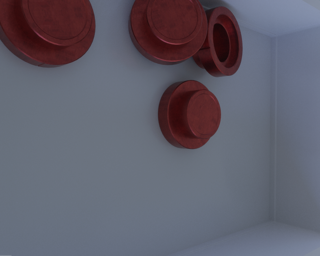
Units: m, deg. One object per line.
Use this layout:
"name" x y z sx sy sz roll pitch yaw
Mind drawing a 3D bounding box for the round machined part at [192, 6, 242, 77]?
"round machined part" 0.080 -0.123 0.455 0.099 0.042 0.097 1 89 -49

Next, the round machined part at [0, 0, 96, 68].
"round machined part" -0.107 -0.111 0.305 0.099 0.042 0.097 0 90 -40

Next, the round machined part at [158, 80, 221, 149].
"round machined part" 0.048 -0.019 0.436 0.099 0.042 0.097 0 90 -40

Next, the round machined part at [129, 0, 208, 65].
"round machined part" 0.013 -0.130 0.381 0.099 0.042 0.097 0 88 -13
